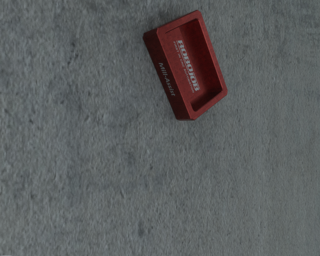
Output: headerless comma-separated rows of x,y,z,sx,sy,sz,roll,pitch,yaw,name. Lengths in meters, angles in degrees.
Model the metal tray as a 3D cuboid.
0.040,-0.086,0.433,0.091,0.030,0.130,-37,113,-34,metal tray
